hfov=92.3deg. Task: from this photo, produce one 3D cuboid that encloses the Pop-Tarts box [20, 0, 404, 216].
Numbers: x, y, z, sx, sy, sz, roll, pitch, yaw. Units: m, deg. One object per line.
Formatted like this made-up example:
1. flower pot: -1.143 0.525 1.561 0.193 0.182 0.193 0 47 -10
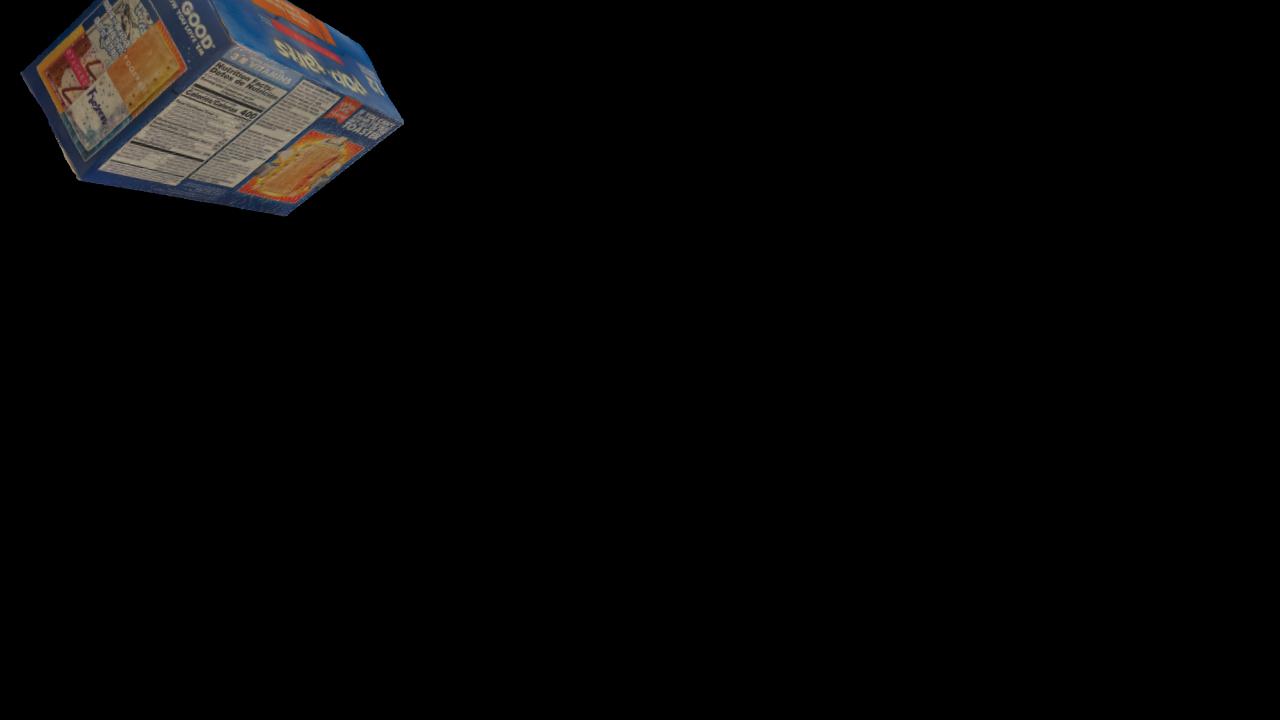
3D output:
1. Pop-Tarts box: -0.285 -0.184 0.437 0.141 0.083 0.167 -30 -1 13
